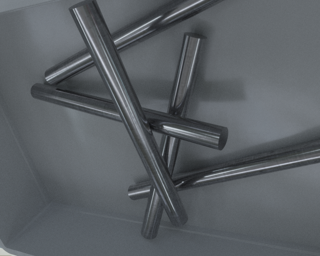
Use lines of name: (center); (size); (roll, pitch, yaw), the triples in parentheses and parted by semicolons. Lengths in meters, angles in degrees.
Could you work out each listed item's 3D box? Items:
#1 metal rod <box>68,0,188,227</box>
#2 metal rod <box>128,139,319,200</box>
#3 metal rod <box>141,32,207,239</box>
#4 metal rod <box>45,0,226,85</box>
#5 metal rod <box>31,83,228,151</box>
metal rod: (-0.020, 0.009, 0.347); (0.025, 0.025, 0.299); (-2, 128, 29)
metal rod: (0.073, 0.060, 0.406); (0.300, 0.025, 0.025); (-20, 108, 35)
metal rod: (0.011, 0.030, 0.398); (0.025, 0.025, 0.298); (20, 119, 15)
metal rod: (-0.034, -0.107, 0.358); (0.300, 0.025, 0.025); (-16, 110, 34)
metal rod: (-0.060, -0.023, 0.394); (0.300, 0.025, 0.025); (15, 125, 30)
